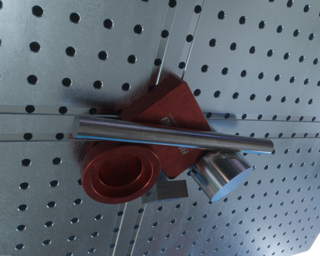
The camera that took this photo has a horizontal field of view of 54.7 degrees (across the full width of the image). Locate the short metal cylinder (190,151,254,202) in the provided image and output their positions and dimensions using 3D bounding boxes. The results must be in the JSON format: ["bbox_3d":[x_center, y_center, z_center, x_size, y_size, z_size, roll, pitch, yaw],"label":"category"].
[{"bbox_3d":[0.093,0.067,0.470,0.080,0.050,0.080,-30,154,-17],"label":"short metal cylinder"}]

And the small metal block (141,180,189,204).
[{"bbox_3d":[0.006,0.095,0.457,0.050,0.025,0.050,2,161,-31],"label":"small metal block"}]

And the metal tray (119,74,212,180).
[{"bbox_3d":[0.017,0.003,0.422,0.090,0.030,0.130,-37,130,-4],"label":"metal tray"}]

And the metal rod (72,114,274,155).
[{"bbox_3d":[0.040,0.014,0.402,0.302,0.025,0.025,7,115,-32],"label":"metal rod"}]

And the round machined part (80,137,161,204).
[{"bbox_3d":[-0.052,0.048,0.396,0.099,0.042,0.097,-11,128,-15],"label":"round machined part"}]
